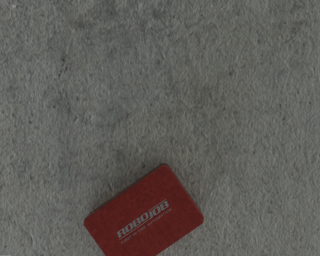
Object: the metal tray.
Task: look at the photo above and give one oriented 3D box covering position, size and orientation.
[{"bbox_3d":[-0.020,0.118,0.407,0.130,0.030,0.090,-35,90,-1],"label":"metal tray"}]
